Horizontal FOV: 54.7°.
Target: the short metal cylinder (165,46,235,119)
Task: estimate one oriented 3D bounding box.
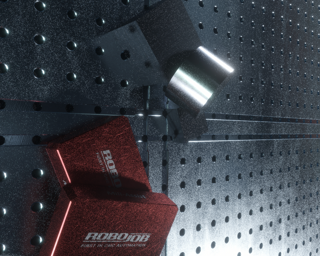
[{"bbox_3d":[0.051,-0.057,0.399,0.050,0.080,0.080,39,59,9],"label":"short metal cylinder"}]

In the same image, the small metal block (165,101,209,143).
[{"bbox_3d":[0.039,-0.011,0.444,0.050,0.025,0.050,-25,106,-38],"label":"small metal block"}]

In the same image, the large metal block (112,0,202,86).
[{"bbox_3d":[0.000,-0.111,0.395,0.080,0.050,0.080,-46,118,-31],"label":"large metal block"}]

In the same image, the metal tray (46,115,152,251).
[{"bbox_3d":[-0.061,0.060,0.356,0.091,0.030,0.129,-28,108,-37],"label":"metal tray"}]

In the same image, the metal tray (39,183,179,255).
[{"bbox_3d":[-0.051,0.113,0.336,0.131,0.030,0.089,15,99,-35],"label":"metal tray"}]
